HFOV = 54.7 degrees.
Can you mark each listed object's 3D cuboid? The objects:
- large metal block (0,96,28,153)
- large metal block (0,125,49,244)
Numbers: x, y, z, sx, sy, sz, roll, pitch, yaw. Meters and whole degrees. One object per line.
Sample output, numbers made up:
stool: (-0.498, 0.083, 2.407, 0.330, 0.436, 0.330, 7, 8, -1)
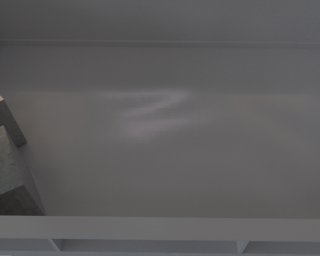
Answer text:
large metal block: (-0.219, 0.002, 0.366, 0.080, 0.080, 0.050, -37, 59, -27)
large metal block: (-0.163, 0.059, 0.319, 0.050, 0.080, 0.080, -24, 54, -19)
